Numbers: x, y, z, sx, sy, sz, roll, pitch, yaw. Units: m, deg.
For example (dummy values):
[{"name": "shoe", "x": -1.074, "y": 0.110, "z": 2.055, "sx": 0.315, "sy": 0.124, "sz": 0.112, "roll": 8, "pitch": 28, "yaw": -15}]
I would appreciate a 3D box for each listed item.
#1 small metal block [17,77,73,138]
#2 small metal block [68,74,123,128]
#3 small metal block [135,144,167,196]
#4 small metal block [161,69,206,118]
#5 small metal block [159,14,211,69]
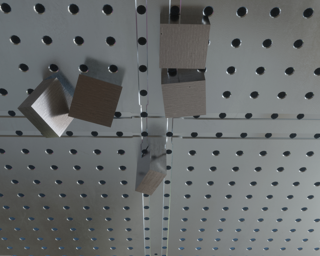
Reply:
[{"name": "small metal block", "x": -0.130, "y": -0.024, "z": 0.370, "sx": 0.025, "sy": 0.050, "sz": 0.050, "roll": -4, "pitch": 134, "yaw": 33}, {"name": "small metal block", "x": -0.077, "y": -0.033, "z": 0.368, "sx": 0.050, "sy": 0.025, "sz": 0.050, "roll": 16, "pitch": 98, "yaw": -13}, {"name": "small metal block", "x": -0.013, "y": 0.060, "z": 0.446, "sx": 0.025, "sy": 0.050, "sz": 0.050, "roll": 20, "pitch": 127, "yaw": -16}, {"name": "small metal block", "x": 0.029, "y": -0.041, "z": 0.377, "sx": 0.050, "sy": 0.025, "sz": 0.050, "roll": -5, "pitch": 130, "yaw": 4}, {"name": "small metal block", "x": 0.025, "y": -0.092, "z": 0.333, "sx": 0.050, "sy": 0.025, "sz": 0.050, "roll": 1, "pitch": 130, "yaw": -1}]
